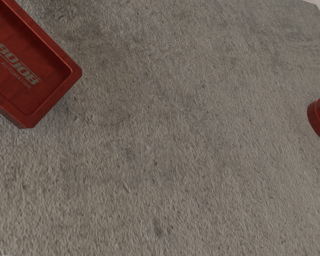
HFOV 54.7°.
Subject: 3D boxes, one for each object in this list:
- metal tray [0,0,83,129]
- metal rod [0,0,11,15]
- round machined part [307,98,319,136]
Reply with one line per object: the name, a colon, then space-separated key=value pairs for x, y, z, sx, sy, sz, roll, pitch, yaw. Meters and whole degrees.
metal tray: x=-0.157 y=-0.072 z=0.316 sx=0.130 sy=0.030 sz=0.090 roll=47 pitch=62 yaw=-26
metal rod: x=-0.177 y=-0.148 z=0.341 sx=0.025 sy=0.025 sz=0.300 roll=28 pitch=70 yaw=-12
round machined part: x=0.333 y=-0.018 z=0.587 sx=0.099 sy=0.042 sz=0.098 roll=14 pitch=56 yaw=-21
